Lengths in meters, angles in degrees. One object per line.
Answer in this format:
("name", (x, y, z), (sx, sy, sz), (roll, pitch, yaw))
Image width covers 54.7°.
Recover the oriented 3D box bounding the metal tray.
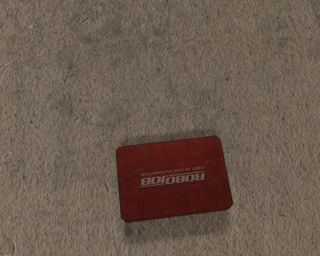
("metal tray", (0.015, 0.063, 0.383), (0.131, 0.030, 0.090), (-6, 70, -3))
